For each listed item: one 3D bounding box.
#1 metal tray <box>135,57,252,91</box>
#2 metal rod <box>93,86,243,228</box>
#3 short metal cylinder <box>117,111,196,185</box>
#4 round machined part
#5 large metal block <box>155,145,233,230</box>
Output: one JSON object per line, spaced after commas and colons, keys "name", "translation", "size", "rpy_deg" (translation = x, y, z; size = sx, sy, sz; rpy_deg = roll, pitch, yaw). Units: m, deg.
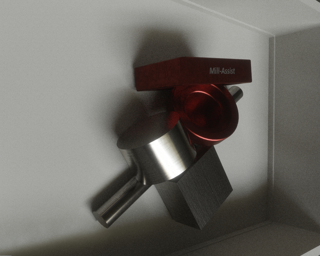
{"name": "metal tray", "translation": [0.045, -0.068, 0.400], "size": [0.131, 0.090, 0.030], "rpy_deg": [-9, 96, -40]}
{"name": "metal rod", "translation": [0.030, 0.022, 0.432], "size": [0.302, 0.025, 0.025], "rpy_deg": [-40, 115, -33]}
{"name": "short metal cylinder", "translation": [-0.004, 0.022, 0.368], "size": [0.080, 0.080, 0.050], "rpy_deg": [-41, 115, -33]}
{"name": "round machined part", "translation": [0.054, -0.020, 0.423], "size": [0.099, 0.042, 0.098], "rpy_deg": [10, 62, -20]}
{"name": "large metal block", "translation": [0.046, 0.078, 0.428], "size": [0.080, 0.050, 0.080], "rpy_deg": [-40, 115, -33]}
